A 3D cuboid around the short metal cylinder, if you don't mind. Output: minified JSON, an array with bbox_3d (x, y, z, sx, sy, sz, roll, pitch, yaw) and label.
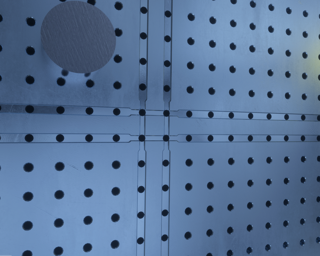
[{"bbox_3d":[-0.097,-0.100,0.364,0.081,0.050,0.079,0,90,-21],"label":"short metal cylinder"}]
